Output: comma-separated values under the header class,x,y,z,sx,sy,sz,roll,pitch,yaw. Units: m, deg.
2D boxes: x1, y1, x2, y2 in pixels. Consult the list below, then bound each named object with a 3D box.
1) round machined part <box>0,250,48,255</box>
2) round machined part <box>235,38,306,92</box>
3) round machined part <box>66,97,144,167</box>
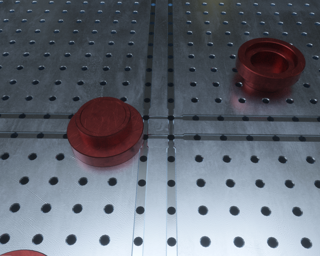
class,x,y,z,sx,sy,sz,roll,pitch,yaw
round machined part,-0.131,0.154,0.267,0.099,0.042,0.098,0,50,0
round machined part,0.165,-0.093,0.476,0.099,0.042,0.098,0,50,0
round machined part,-0.070,-0.002,0.398,0.099,0.042,0.098,0,50,0
